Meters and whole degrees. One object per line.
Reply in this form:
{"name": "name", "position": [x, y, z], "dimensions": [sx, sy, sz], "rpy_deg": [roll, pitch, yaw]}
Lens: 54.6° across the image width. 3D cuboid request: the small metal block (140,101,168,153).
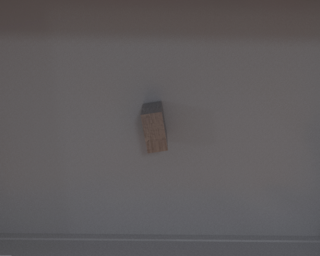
{"name": "small metal block", "position": [-0.006, -0.002, 0.393], "dimensions": [0.025, 0.050, 0.050], "rpy_deg": [-8, 109, 3]}
